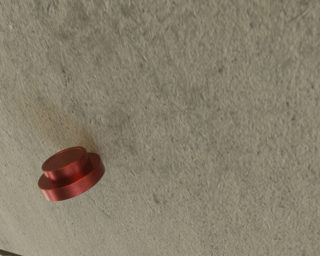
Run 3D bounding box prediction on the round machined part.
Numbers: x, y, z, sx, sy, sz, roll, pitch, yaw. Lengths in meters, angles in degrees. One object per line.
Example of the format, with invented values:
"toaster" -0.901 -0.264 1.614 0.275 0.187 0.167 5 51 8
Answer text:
"round machined part" -0.137 0.063 0.469 0.098 0.098 0.042 -4 116 30
